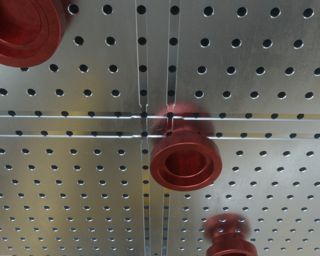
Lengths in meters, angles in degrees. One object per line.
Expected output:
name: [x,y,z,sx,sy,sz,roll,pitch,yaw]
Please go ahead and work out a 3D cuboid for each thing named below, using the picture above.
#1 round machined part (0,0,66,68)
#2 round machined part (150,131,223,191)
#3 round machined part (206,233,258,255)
round machined part: [-0.142,-0.112,0.304,0.099,0.042,0.097,0,130,0]
round machined part: [0.035,0.042,0.437,0.099,0.042,0.097,0,130,0]
round machined part: [0.139,0.244,0.609,0.099,0.042,0.097,0,130,0]
